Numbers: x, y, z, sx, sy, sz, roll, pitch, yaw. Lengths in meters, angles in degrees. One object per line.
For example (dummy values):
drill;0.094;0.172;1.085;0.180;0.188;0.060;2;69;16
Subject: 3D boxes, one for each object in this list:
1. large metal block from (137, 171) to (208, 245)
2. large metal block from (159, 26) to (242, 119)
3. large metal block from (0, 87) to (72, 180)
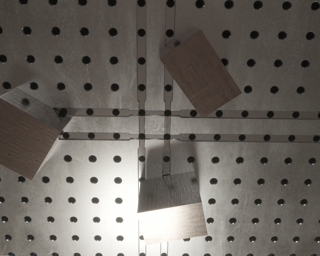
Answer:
large metal block;0.016;0.106;0.424;0.080;0.080;0.050;-11;110;3
large metal block;0.043;-0.068;0.360;0.050;0.080;0.080;-34;107;11
large metal block;-0.176;0.007;0.400;0.080;0.050;0.080;31;107;-11
